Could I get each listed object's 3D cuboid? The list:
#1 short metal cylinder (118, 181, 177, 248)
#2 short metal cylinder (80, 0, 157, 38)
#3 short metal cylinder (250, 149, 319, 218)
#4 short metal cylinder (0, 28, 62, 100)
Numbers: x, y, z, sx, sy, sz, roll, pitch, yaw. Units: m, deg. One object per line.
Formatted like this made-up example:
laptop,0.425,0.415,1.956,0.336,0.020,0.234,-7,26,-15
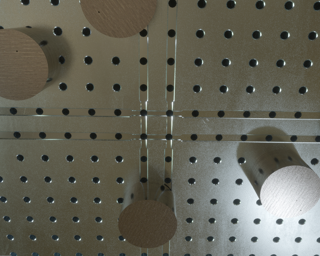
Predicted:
short metal cylinder,-0.017,0.123,0.445,0.081,0.050,0.079,0,110,0
short metal cylinder,-0.043,-0.144,0.346,0.081,0.050,0.079,0,110,0
short metal cylinder,0.172,0.076,0.430,0.081,0.050,0.079,0,110,0
short metal cylinder,-0.166,-0.078,0.370,0.081,0.050,0.079,0,110,0
